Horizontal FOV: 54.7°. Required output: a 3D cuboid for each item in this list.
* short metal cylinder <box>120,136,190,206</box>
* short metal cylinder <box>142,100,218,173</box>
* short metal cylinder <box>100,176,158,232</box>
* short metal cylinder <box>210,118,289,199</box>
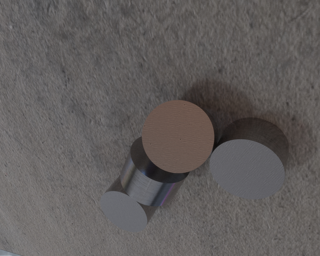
[{"bbox_3d":[-0.007,0.055,0.407,0.080,0.080,0.050,31,129,8],"label":"short metal cylinder"},{"bbox_3d":[0.025,0.009,0.360,0.080,0.050,0.079,0,90,15],"label":"short metal cylinder"},{"bbox_3d":[-0.045,0.114,0.483,0.080,0.050,0.079,13,124,20],"label":"short metal cylinder"},{"bbox_3d":[0.104,0.035,0.357,0.080,0.050,0.079,13,124,20],"label":"short metal cylinder"}]
